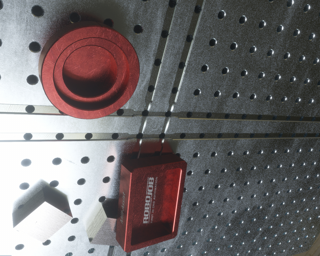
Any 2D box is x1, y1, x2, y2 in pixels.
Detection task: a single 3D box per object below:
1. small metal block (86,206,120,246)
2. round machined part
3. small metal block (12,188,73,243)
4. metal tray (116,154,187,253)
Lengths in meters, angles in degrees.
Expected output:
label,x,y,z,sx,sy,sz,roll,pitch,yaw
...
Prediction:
label,x,y,z,sx,sy,sz,roll,pitch,yaw
small metal block,-0.074,0.148,0.464,0.050,0.025,0.050,23,106,-37
round machined part,-0.074,-0.062,0.322,0.099,0.042,0.097,-14,125,-21
small metal block,-0.151,0.114,0.400,0.050,0.025,0.050,-41,130,-1
metal tray,-0.013,0.107,0.448,0.091,0.030,0.129,-4,110,-32
